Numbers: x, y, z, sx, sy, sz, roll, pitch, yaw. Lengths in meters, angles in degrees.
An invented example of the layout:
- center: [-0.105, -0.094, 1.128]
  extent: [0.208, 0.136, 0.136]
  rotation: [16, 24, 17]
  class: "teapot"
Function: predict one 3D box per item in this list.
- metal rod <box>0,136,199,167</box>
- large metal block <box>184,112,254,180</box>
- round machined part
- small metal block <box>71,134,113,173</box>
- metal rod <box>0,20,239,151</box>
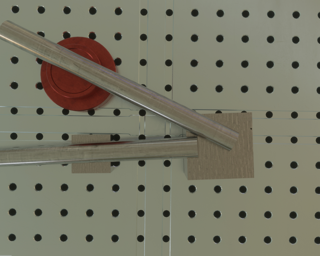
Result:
- center: [-0.104, 0.032, 0.385]
  extent: [0.301, 0.025, 0.025]
  rotation: [-4, 90, 10]
  class: "metal rod"
- center: [0.072, 0.022, 0.399]
  extent: [0.081, 0.050, 0.079]
  rotation: [-2, 90, -1]
  class: "large metal block"
- center: [-0.107, -0.071, 0.403]
  extent: [0.099, 0.042, 0.097]
  rotation: [0, 90, -1]
  class: "round machined part"
- center: [-0.089, 0.034, 0.413]
  extent: [0.050, 0.025, 0.050]
  rotation: [0, 90, -1]
  class: "small metal block"
- center: [-0.049, -0.050, 0.364]
  extent: [0.301, 0.025, 0.025]
  rotation: [26, 90, 2]
  class: "metal rod"
